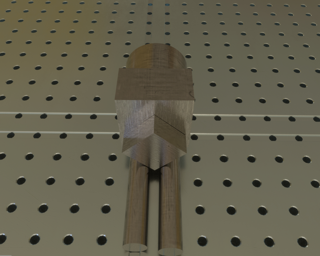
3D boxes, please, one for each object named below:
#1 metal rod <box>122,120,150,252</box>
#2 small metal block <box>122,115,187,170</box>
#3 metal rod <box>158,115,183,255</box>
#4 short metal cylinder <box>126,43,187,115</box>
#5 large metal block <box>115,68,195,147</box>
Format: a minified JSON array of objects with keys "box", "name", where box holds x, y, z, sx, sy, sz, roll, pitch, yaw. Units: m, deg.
[{"box":[-0.023,0.005,0.405,0.025,0.025,0.300,1,50,0],"name":"metal rod"},{"box":[-0.006,0.018,0.346,0.050,0.050,0.025,33,41,-33],"name":"small metal block"},{"box":[0.012,0.008,0.403,0.025,0.025,0.300,1,50,0],"name":"metal rod"},{"box":[-0.005,-0.060,0.394,0.081,0.080,0.050,1,50,0],"name":"short metal cylinder"},{"box":[-0.005,-0.022,0.358,0.081,0.080,0.050,0,50,0],"name":"large metal block"}]
